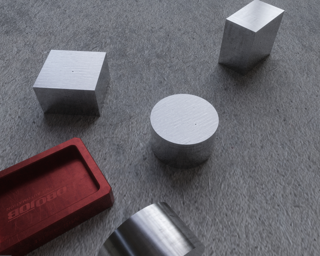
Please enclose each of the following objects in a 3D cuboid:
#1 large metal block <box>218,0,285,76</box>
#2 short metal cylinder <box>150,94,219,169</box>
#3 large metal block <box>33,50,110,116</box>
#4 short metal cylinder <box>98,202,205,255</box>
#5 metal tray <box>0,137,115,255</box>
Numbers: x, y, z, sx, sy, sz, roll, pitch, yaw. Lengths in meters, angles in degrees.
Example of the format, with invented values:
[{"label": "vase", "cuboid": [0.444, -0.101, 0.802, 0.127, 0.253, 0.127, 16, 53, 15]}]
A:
[{"label": "large metal block", "cuboid": [0.142, -0.142, 0.488, 0.050, 0.080, 0.080, 36, 59, 26]}, {"label": "short metal cylinder", "cuboid": [0.029, 0.003, 0.384, 0.081, 0.050, 0.080, 0, 50, 0]}, {"label": "large metal block", "cuboid": [-0.121, -0.065, 0.441, 0.080, 0.050, 0.080, 3, 50, 2]}, {"label": "short metal cylinder", "cuboid": [-0.007, 0.112, 0.273, 0.081, 0.080, 0.050, -31, 57, -24]}, {"label": "metal tray", "cuboid": [-0.128, 0.074, 0.336, 0.131, 0.030, 0.090, -26, 55, -21]}]
